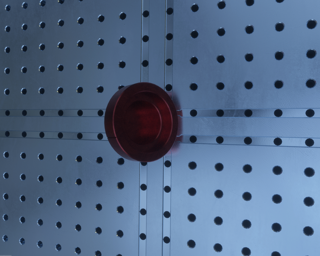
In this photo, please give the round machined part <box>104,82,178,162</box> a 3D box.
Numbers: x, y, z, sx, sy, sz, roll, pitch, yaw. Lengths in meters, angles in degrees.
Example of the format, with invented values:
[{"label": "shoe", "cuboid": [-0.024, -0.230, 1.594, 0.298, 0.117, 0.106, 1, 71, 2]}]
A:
[{"label": "round machined part", "cuboid": [-0.027, -0.007, 0.392, 0.042, 0.099, 0.097, -3, 89, 51]}]
